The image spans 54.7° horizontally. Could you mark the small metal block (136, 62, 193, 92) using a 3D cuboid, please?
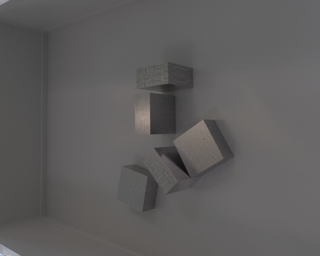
[{"bbox_3d":[0.006,-0.062,0.386,0.050,0.050,0.025,-3,89,40],"label":"small metal block"}]

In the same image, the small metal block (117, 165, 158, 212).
[{"bbox_3d":[-0.031,0.083,0.432,0.050,0.025,0.050,15,99,39],"label":"small metal block"}]

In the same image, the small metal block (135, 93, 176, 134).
[{"bbox_3d":[-0.005,-0.017,0.395,0.025,0.050,0.050,-1,89,40],"label":"small metal block"}]

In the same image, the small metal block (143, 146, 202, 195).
[{"bbox_3d":[0.016,0.050,0.378,0.050,0.050,0.025,53,121,27],"label":"small metal block"}]

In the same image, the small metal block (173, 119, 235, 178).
[{"bbox_3d":[0.051,0.024,0.365,0.050,0.025,0.050,-38,67,33],"label":"small metal block"}]
